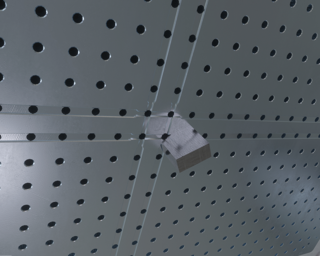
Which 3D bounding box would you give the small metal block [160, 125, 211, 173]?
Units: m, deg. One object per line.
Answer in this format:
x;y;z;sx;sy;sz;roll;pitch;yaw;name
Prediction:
0.035;0.028;0.431;0.050;0.050;0.025;-25;128;-13;small metal block
